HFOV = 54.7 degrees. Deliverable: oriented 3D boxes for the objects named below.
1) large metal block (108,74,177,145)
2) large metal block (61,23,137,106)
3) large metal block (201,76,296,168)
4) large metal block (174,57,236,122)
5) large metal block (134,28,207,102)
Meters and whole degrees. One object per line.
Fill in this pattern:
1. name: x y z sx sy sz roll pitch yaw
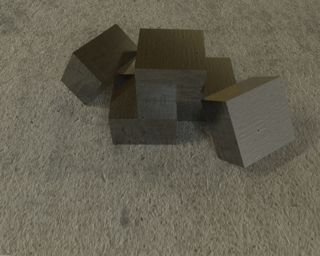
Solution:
1. large metal block: -0.020 -0.025 0.407 0.081 0.050 0.080 0 50 0
2. large metal block: -0.083 -0.086 0.431 0.050 0.080 0.080 47 58 -6
3. large metal block: 0.106 -0.010 0.370 0.081 0.080 0.050 -25 17 -20
4. large metal block: 0.060 -0.055 0.436 0.081 0.050 0.080 0 50 0
5. large metal block: 0.013 -0.080 0.388 0.081 0.050 0.080 2 50 1
